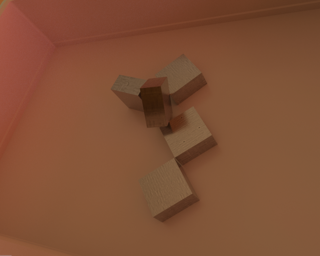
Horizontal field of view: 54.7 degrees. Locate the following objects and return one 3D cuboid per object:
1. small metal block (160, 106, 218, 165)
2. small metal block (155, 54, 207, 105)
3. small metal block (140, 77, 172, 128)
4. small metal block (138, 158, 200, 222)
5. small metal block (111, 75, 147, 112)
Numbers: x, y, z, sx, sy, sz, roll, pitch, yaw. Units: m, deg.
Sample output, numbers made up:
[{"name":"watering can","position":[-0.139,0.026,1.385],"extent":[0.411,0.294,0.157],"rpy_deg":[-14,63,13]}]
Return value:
[{"name":"small metal block","position":[0.034,0.010,0.381],"extent":[0.050,0.025,0.050],"rpy_deg":[-32,52,7]},{"name":"small metal block","position":[0.029,-0.068,0.431],"extent":[0.050,0.025,0.050],"rpy_deg":[-36,51,3]},{"name":"small metal block","position":[-0.003,-0.033,0.389],"extent":[0.025,0.050,0.050],"rpy_deg":[-5,21,12]},{"name":"small metal block","position":[0.010,0.071,0.356],"extent":[0.050,0.025,0.050],"rpy_deg":[-33,52,6]},{"name":"small metal block","position":[-0.032,-0.046,0.433],"extent":[0.050,0.050,0.025],"rpy_deg":[16,71,34]}]
